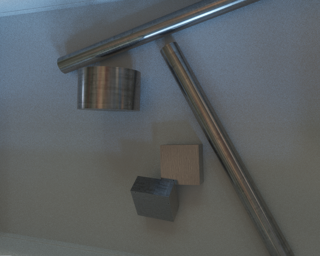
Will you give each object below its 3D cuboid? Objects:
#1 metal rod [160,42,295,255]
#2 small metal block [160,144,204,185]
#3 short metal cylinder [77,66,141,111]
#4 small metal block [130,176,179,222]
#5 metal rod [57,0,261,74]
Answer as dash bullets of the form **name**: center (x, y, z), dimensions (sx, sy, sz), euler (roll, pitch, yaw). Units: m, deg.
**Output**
- **metal rod**: center (0.079, 0.026, 0.382), dimensions (0.025, 0.025, 0.299), euler (-30, 81, 17)
- **small metal block**: center (0.029, 0.046, 0.400), dimensions (0.050, 0.025, 0.050), euler (-2, 89, 19)
- **short metal cylinder**: center (-0.066, -0.048, 0.403), dimensions (0.080, 0.080, 0.050), euler (2, 91, 19)
- **small metal block**: center (-0.006, 0.091, 0.398), dimensions (0.050, 0.025, 0.050), euler (5, 130, 19)
- **metal rod**: center (-0.007, -0.131, 0.412), dimensions (0.301, 0.025, 0.025), euler (-15, 85, 18)
